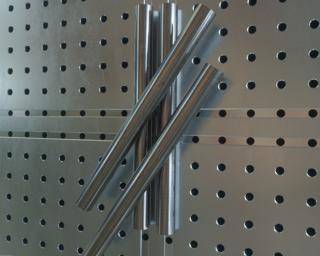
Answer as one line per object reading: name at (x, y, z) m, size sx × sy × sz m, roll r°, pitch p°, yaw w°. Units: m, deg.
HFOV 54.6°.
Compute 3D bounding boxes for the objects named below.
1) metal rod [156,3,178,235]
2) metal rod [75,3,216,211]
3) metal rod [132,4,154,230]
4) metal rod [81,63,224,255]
metal rod at (0.009, -0.012, 0.410) m, size 0.025 × 0.025 × 0.298 m, roll 1°, pitch 90°, yaw 20°
metal rod at (-0.024, -0.017, 0.396) m, size 0.025 × 0.025 × 0.299 m, roll 36°, pitch 101°, yaw 16°
metal rod at (-0.023, -0.014, 0.422) m, size 0.025 × 0.025 × 0.298 m, roll 1°, pitch 90°, yaw 20°
metal rod at (-0.015, 0.053, 0.392) m, size 0.025 × 0.025 × 0.299 m, roll 36°, pitch 101°, yaw 16°
